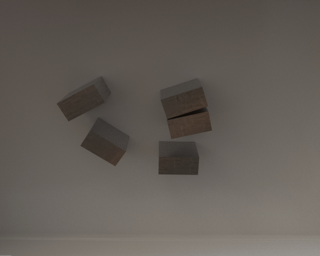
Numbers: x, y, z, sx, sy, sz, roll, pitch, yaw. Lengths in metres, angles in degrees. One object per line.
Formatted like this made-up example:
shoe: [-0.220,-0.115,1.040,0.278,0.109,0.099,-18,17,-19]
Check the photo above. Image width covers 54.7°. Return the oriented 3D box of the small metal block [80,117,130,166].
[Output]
small metal block: [-0.070,0.017,0.403,0.050,0.050,0.025,33,107,-11]

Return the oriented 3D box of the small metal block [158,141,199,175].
small metal block: [0.023,0.039,0.412,0.050,0.050,0.025,1,110,-1]

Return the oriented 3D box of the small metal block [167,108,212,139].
small metal block: [0.035,-0.012,0.394,0.050,0.050,0.025,-12,110,4]

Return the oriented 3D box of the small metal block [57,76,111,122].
small metal block: [-0.092,-0.037,0.383,0.050,0.050,0.025,-26,108,9]

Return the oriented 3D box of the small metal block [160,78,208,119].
small metal block: [0.028,-0.038,0.384,0.050,0.050,0.025,-17,109,6]
